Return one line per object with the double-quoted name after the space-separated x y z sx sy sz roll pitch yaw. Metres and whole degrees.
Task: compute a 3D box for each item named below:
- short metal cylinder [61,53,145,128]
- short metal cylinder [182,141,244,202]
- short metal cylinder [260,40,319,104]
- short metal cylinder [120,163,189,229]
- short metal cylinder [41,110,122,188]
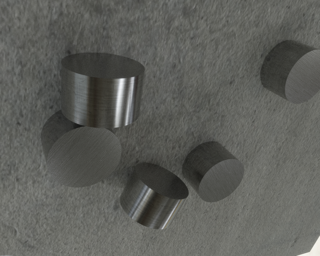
-0.058 -0.041 0.315 0.081 0.080 0.050 -6 121 -26 "short metal cylinder"
0.082 0.067 0.479 0.081 0.050 0.079 -14 125 -21 "short metal cylinder"
0.195 -0.082 0.449 0.081 0.050 0.079 -14 125 -21 "short metal cylinder"
-0.008 0.091 0.425 0.081 0.080 0.050 16 110 -35 "short metal cylinder"
-0.091 0.021 0.355 0.081 0.050 0.079 -14 125 -21 "short metal cylinder"
